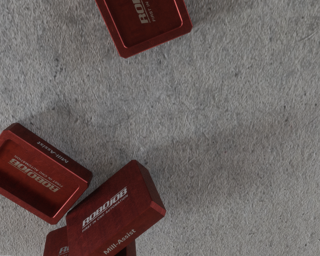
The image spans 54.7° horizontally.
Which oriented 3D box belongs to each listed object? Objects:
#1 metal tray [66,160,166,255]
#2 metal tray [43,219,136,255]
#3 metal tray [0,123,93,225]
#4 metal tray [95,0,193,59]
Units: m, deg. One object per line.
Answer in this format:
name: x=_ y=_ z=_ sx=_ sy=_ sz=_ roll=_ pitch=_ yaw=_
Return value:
metal tray: x=-0.063 y=0.113 z=0.406 sx=0.130 sy=0.090 sz=0.030 roll=-39 pitch=127 yaw=6
metal tray: x=-0.100 y=0.172 z=0.434 sx=0.130 sy=0.090 sz=0.030 roll=-22 pitch=127 yaw=7
metal tray: x=-0.173 y=0.065 z=0.429 sx=0.130 sy=0.030 sz=0.090 roll=37 pitch=106 yaw=-13
metal tray: x=-0.027 y=-0.156 z=0.349 sx=0.090 sy=0.030 sz=0.129 roll=-21 pitch=109 yaw=7
